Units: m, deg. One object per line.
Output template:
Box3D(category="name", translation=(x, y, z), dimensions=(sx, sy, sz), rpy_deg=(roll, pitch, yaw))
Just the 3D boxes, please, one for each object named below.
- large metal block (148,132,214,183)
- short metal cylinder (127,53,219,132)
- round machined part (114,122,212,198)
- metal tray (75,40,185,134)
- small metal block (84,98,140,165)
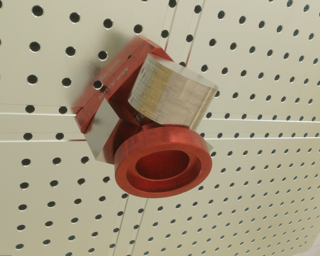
Box3D(category="large metal block", translation=(0.019, 0.033, 0.404), dimensions=(0.080, 0.050, 0.080), rpy_deg=(-47, 160, 4))
Box3D(category="short metal cylinder", translation=(0.013, -0.037, 0.322), dimensions=(0.081, 0.080, 0.050), rpy_deg=(14, 111, -34))
Box3D(category="round machined part", translation=(0.001, 0.030, 0.324), dimensions=(0.099, 0.042, 0.097), rpy_deg=(-6, 138, -5))
Box3D(category="metal tray", translation=(-0.026, -0.029, 0.378), dimensions=(0.130, 0.030, 0.090), rpy_deg=(-47, 130, 4))
Box3D(category="small metal block", translation=(-0.052, 0.003, 0.329), dimensions=(0.025, 0.050, 0.050), rpy_deg=(21, 107, -36))
